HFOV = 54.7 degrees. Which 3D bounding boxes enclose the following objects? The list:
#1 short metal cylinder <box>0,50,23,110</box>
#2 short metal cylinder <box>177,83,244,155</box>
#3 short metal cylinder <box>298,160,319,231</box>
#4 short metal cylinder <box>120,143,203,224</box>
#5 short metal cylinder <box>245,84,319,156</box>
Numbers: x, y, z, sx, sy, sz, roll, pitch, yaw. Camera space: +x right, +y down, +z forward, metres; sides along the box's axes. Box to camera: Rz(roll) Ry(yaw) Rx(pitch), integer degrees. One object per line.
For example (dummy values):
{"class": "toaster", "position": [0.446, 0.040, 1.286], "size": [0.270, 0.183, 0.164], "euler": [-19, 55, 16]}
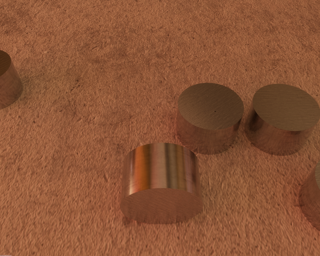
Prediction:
{"class": "short metal cylinder", "position": [-0.246, -0.069, 0.443], "size": [0.080, 0.050, 0.080], "euler": [0, 50, 0]}
{"class": "short metal cylinder", "position": [0.062, -0.013, 0.398], "size": [0.080, 0.050, 0.080], "euler": [0, 50, 0]}
{"class": "short metal cylinder", "position": [0.197, 0.071, 0.328], "size": [0.080, 0.050, 0.080], "euler": [0, 50, 0]}
{"class": "short metal cylinder", "position": [0.001, 0.059, 0.318], "size": [0.081, 0.080, 0.050], "euler": [-1, 50, -1]}
{"class": "short metal cylinder", "position": [0.154, -0.011, 0.397], "size": [0.080, 0.050, 0.080], "euler": [0, 50, 0]}
